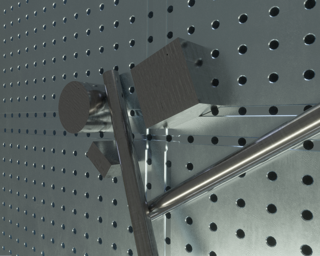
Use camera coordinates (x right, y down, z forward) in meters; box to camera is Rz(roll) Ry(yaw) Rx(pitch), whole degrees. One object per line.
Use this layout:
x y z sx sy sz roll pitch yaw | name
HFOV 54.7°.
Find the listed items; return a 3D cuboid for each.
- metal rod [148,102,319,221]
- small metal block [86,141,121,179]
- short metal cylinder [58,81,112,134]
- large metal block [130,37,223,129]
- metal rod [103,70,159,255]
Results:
0.075 0.046 0.347 0.299 0.025 0.025 -37 67 33 | metal rod
-0.070 0.044 0.451 0.050 0.050 0.025 45 117 30 | small metal block
-0.115 -0.031 0.488 0.080 0.050 0.079 0 90 40 | short metal cylinder
0.018 -0.050 0.378 0.080 0.050 0.080 -25 74 37 | large metal block
-0.040 0.054 0.418 0.025 0.025 0.299 -30 64 36 | metal rod
